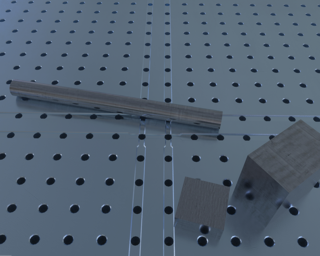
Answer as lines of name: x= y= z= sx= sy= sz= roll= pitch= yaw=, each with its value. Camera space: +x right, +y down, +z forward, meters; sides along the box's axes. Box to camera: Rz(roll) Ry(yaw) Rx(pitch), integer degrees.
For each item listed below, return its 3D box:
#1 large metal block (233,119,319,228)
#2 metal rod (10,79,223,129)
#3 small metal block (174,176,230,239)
large metal block: x=0.132 y=0.049 z=0.332 sx=0.081 sy=0.080 sz=0.050 roll=-29 pitch=56 yaw=-22
metal rod: x=-0.065 y=-0.035 z=0.435 sx=0.302 sy=0.025 sz=0.025 roll=9 pitch=51 yaw=7
small metal block: x=0.046 y=0.086 z=0.336 sx=0.050 sy=0.025 sz=0.050 roll=12 pitch=51 yaw=9
